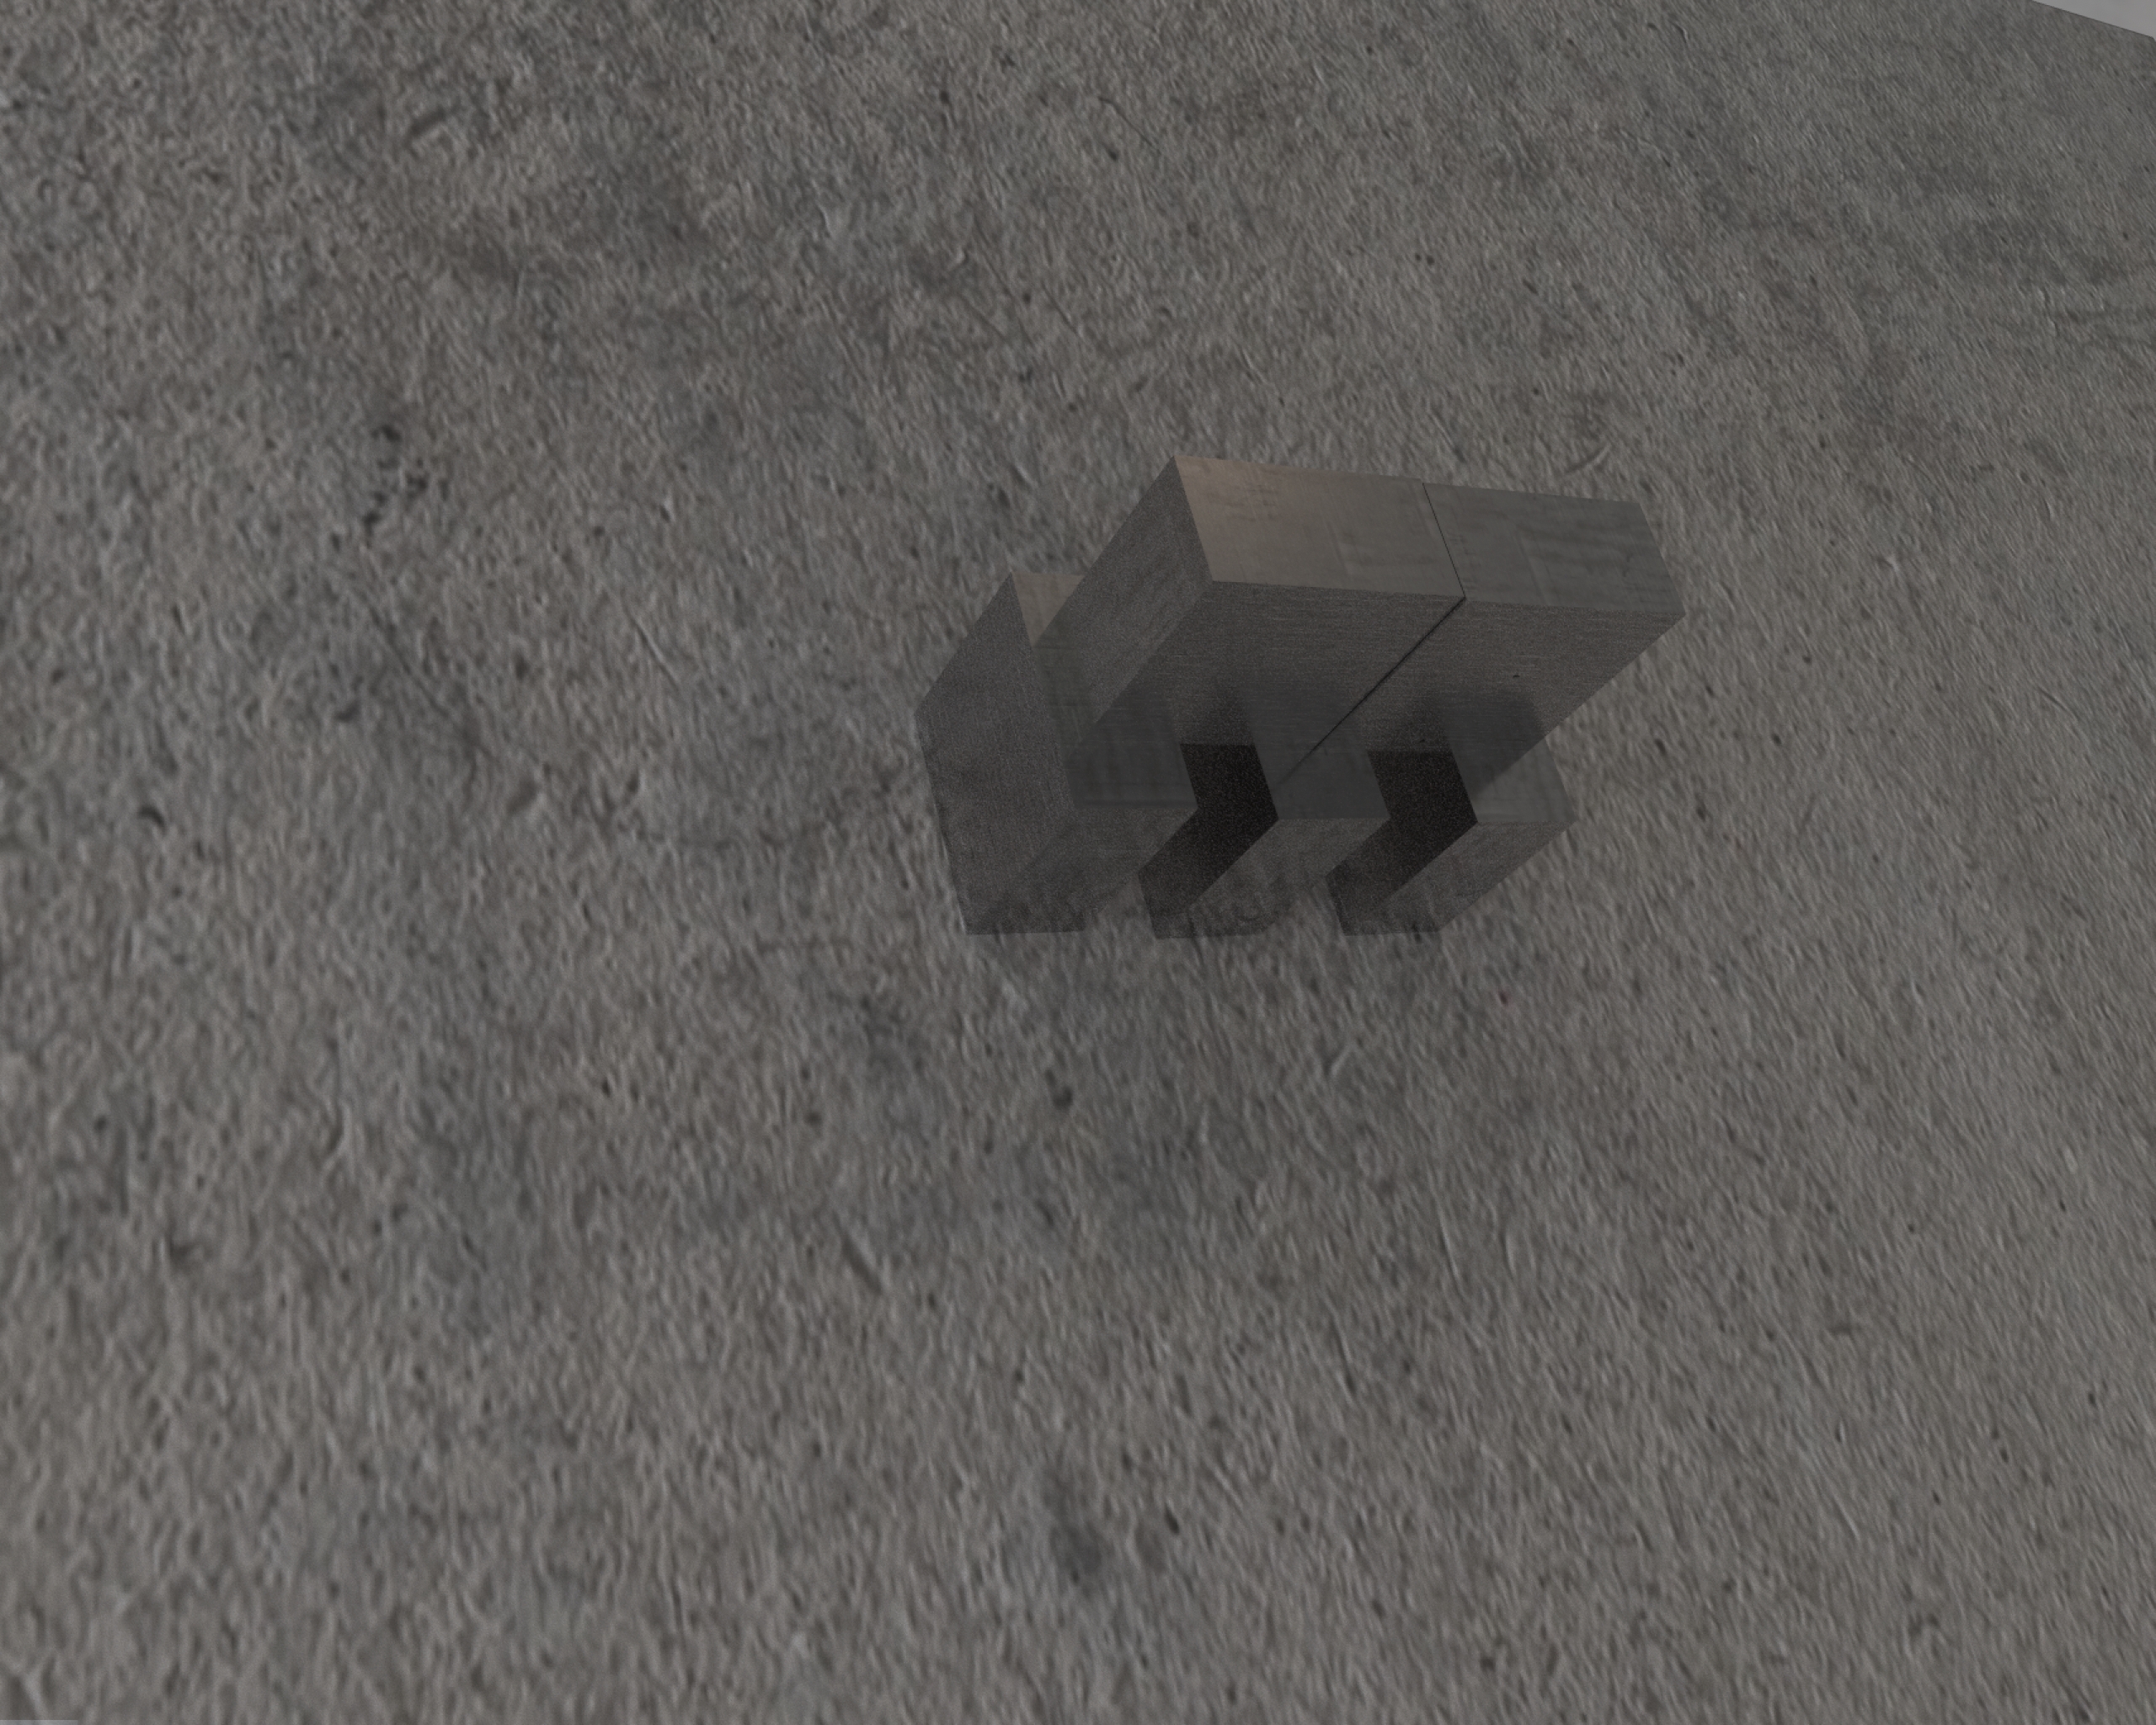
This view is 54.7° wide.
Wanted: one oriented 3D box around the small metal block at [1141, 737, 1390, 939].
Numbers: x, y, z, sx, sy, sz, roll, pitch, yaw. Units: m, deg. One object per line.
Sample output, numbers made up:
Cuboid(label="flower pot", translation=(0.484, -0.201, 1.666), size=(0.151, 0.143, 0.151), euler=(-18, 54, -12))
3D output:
Cuboid(label="small metal block", translation=(0.031, -0.018, 0.415), size=(0.025, 0.050, 0.050), euler=(-1, 63, -29))

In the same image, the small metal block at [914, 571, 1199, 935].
Cuboid(label="small metal block", translation=(-0.006, -0.020, 0.396), size=(0.025, 0.050, 0.050), euler=(-1, 62, -29))

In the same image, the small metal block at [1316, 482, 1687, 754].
Cuboid(label="small metal block", translation=(0.075, -0.044, 0.391), size=(0.050, 0.050, 0.025), euler=(-1, 62, -29))

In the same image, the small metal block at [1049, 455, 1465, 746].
Cuboid(label="small metal block", translation=(0.030, -0.044, 0.367), size=(0.050, 0.050, 0.025), euler=(-1, 62, -29))

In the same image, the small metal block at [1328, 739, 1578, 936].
Cuboid(label="small metal block", translation=(0.072, -0.018, 0.437), size=(0.025, 0.050, 0.050), euler=(-1, 63, -29))
